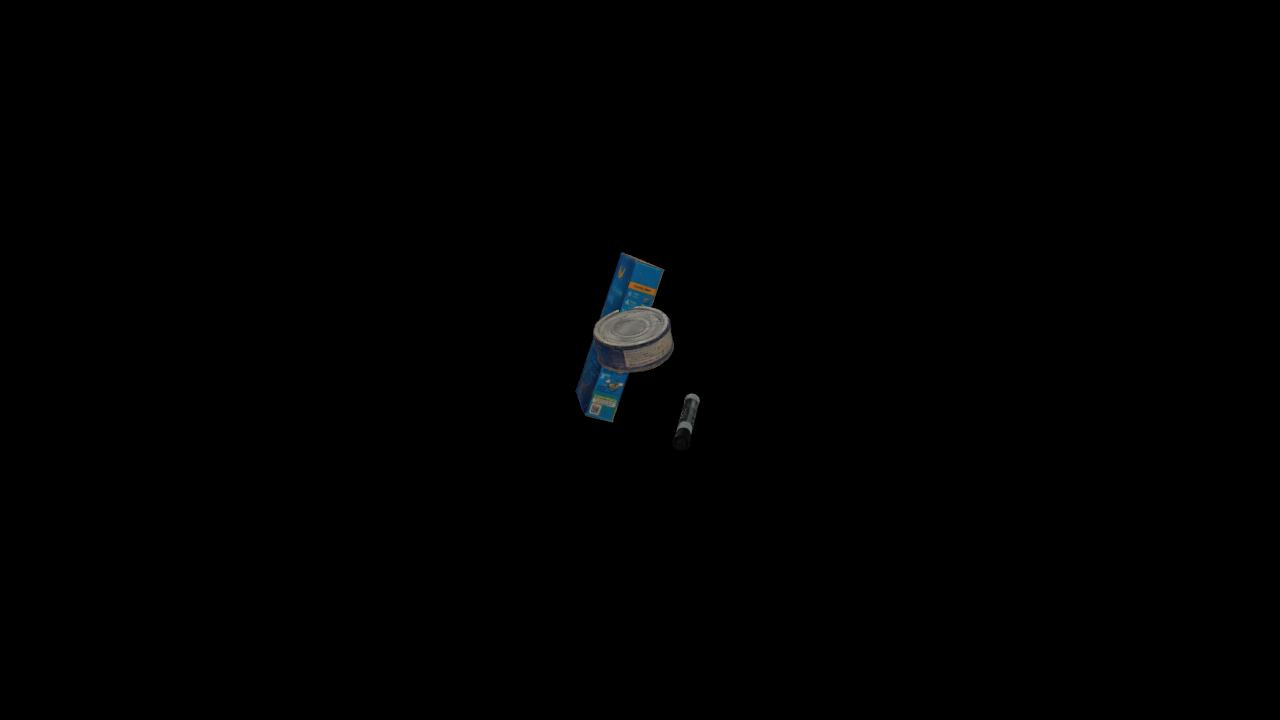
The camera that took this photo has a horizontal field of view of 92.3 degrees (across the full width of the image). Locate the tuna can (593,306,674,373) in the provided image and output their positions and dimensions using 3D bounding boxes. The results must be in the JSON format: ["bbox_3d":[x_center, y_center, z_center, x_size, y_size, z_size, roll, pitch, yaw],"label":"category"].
[{"bbox_3d":[-0.007,-0.024,0.653,0.084,0.034,0.084,-7,34,5],"label":"tuna can"}]

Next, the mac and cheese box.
[{"bbox_3d":[-0.027,-0.029,0.723,0.041,0.184,0.093,17,11,-16],"label":"mac and cheese box"}]

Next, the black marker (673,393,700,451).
[{"bbox_3d":[0.054,0.070,0.706,0.020,0.020,0.121,0,20,11],"label":"black marker"}]
